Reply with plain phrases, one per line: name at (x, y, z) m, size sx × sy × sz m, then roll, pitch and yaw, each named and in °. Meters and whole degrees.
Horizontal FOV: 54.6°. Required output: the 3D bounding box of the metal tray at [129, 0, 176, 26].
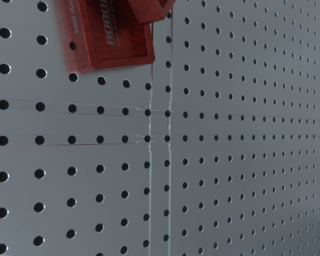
metal tray at (-0.007, -0.191, 0.361) m, size 0.090 × 0.030 × 0.130 m, roll 62°, pitch 36°, yaw -36°

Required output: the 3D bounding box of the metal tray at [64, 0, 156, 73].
metal tray at (-0.058, -0.134, 0.355) m, size 0.091 × 0.030 × 0.129 m, roll -16°, pitch 100°, yaw -39°
